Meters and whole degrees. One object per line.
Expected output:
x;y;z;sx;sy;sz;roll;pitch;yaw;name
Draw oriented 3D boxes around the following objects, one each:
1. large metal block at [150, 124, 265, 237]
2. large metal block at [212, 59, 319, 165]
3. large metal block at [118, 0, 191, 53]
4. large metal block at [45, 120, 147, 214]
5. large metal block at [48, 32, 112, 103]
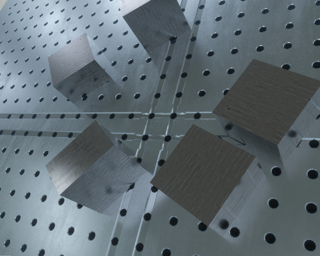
0.051;0.054;0.333;0.080;0.050;0.080;30;78;37;large metal block
0.119;-0.020;0.342;0.080;0.050;0.080;32;79;38;large metal block
-0.008;-0.180;0.489;0.080;0.080;0.050;-26;53;12;large metal block
-0.076;0.050;0.383;0.080;0.080;0.050;-43;51;-1;large metal block
-0.138;-0.103;0.529;0.080;0.050;0.080;-31;52;8;large metal block
